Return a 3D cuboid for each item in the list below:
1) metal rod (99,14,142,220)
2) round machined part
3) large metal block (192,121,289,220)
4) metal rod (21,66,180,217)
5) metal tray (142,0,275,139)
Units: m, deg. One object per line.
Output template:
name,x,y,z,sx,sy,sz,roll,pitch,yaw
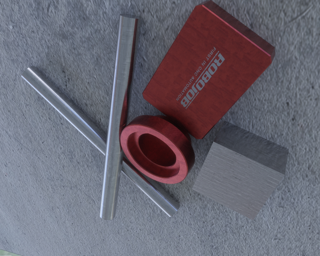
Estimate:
metal rod,-0.057,0.005,0.414,0.025,0.025,0.298,19,119,16
round machined part,0.001,0.022,0.399,0.098,0.042,0.097,22,138,21
large metal block,0.095,0.050,0.371,0.080,0.050,0.079,26,127,12
metal rod,-0.086,0.022,0.463,0.300,0.025,0.025,44,129,-3
metal tray,0.048,-0.058,0.342,0.090,0.030,0.129,38,129,2
